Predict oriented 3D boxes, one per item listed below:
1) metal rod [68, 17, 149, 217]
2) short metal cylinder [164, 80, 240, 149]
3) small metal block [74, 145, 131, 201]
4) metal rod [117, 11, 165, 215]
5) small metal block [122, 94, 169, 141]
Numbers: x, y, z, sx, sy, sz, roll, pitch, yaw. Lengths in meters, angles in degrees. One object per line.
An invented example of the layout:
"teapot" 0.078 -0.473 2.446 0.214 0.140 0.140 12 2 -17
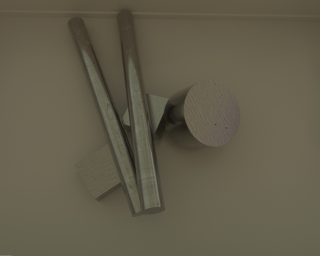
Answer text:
"metal rod" -0.072 -0.032 0.403 0.025 0.025 0.299 -20 65 -7
"short metal cylinder" 0.052 -0.015 0.386 0.081 0.050 0.080 4 81 -26
"small metal block" -0.071 0.056 0.389 0.050 0.025 0.050 -33 74 -12
"metal rod" -0.030 -0.041 0.395 0.025 0.025 0.299 -8 59 -3
"small metal block" -0.016 -0.017 0.409 0.050 0.025 0.050 15 70 21
